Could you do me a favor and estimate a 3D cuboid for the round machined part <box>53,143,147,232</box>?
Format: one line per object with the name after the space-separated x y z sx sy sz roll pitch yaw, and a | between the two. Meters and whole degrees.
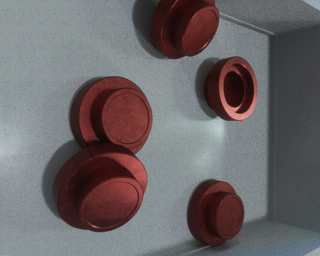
-0.057 0.068 0.323 0.099 0.042 0.097 -15 123 -25 | round machined part

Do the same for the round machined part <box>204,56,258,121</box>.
0.107 -0.060 0.485 0.099 0.042 0.097 0 90 -40 | round machined part

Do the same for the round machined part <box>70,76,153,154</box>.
-0.047 -0.011 0.356 0.099 0.042 0.097 0 90 -40 | round machined part

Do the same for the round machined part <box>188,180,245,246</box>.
0.092 0.130 0.472 0.099 0.042 0.097 0 90 -40 | round machined part

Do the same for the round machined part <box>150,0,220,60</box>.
0.038 -0.131 0.394 0.099 0.042 0.097 -36 150 -24 | round machined part
